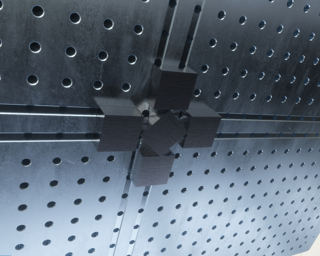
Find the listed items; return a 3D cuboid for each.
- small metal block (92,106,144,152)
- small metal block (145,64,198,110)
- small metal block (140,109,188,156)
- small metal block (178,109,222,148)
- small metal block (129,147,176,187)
[{"bbox_3d":[-0.052,0.001,0.384,0.050,0.025,0.050,1,118,-30],"label":"small metal block"},{"bbox_3d":[0.014,-0.051,0.389,0.050,0.025,0.050,-1,119,-29],"label":"small metal block"},{"bbox_3d":[0.001,0.002,0.414,0.050,0.025,0.050,-41,130,-1],"label":"small metal block"},{"bbox_3d":[0.054,0.001,0.443,0.050,0.025,0.050,0,119,-29],"label":"small metal block"},{"bbox_3d":[-0.011,0.054,0.440,0.050,0.025,0.050,0,118,-29],"label":"small metal block"}]
